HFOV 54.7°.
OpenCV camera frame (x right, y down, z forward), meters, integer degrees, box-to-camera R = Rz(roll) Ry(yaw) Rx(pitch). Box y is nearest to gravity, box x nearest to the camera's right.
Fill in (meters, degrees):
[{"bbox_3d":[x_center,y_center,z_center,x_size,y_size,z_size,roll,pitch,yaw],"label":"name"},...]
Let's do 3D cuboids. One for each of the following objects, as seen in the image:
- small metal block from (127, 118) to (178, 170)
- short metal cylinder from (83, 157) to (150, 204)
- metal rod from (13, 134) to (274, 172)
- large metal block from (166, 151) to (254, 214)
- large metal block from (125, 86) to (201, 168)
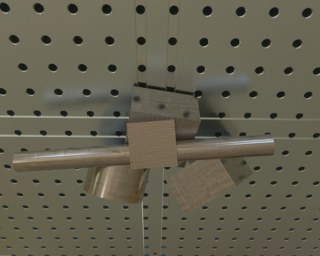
[{"bbox_3d":[-0.007,0.017,0.340,0.050,0.025,0.050,-4,95,3],"label":"small metal block"},{"bbox_3d":[-0.057,0.066,0.418,0.081,0.080,0.050,15,86,-13],"label":"short metal cylinder"},{"bbox_3d":[-0.022,0.030,0.367,0.302,0.025,0.025,-4,130,3],"label":"metal rod"},{"bbox_3d":[0.069,0.066,0.419,0.080,0.050,0.080,-37,165,27],"label":"large metal block"},{"bbox_3d":[-0.001,0.000,0.390,0.081,0.050,0.079,8,130,-7],"label":"large metal block"}]
